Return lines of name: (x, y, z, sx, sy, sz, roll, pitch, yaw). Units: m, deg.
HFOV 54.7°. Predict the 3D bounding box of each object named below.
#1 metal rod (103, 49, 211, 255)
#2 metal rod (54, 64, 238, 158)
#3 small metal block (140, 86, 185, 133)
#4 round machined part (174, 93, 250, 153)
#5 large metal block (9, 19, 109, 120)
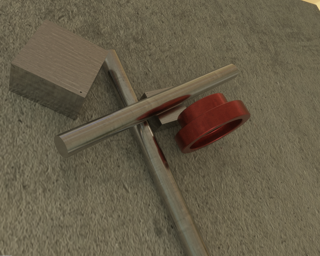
metal rod: (-0.011, 0.028, 0.381, 0.025, 0.025, 0.299, -13, 68, -34)
metal rod: (0.008, -0.036, 0.398, 0.302, 0.025, 0.025, -27, 77, -38)
small metal block: (0.006, -0.026, 0.424, 0.050, 0.025, 0.050, -17, 71, -35)
round machined part: (0.062, -0.009, 0.398, 0.099, 0.097, 0.042, -17, 71, -35)
large metal block: (-0.118, -0.068, 0.367, 0.080, 0.050, 0.080, 26, 53, -13)
